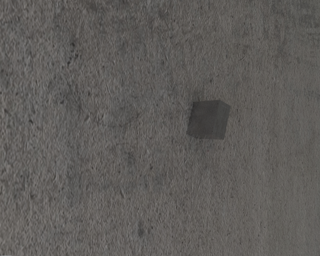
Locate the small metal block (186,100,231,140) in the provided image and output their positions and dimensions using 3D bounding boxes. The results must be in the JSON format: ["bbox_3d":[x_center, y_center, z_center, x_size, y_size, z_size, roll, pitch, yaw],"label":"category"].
[{"bbox_3d":[0.069,-0.011,0.445,0.025,0.050,0.050,23,76,-38],"label":"small metal block"}]
